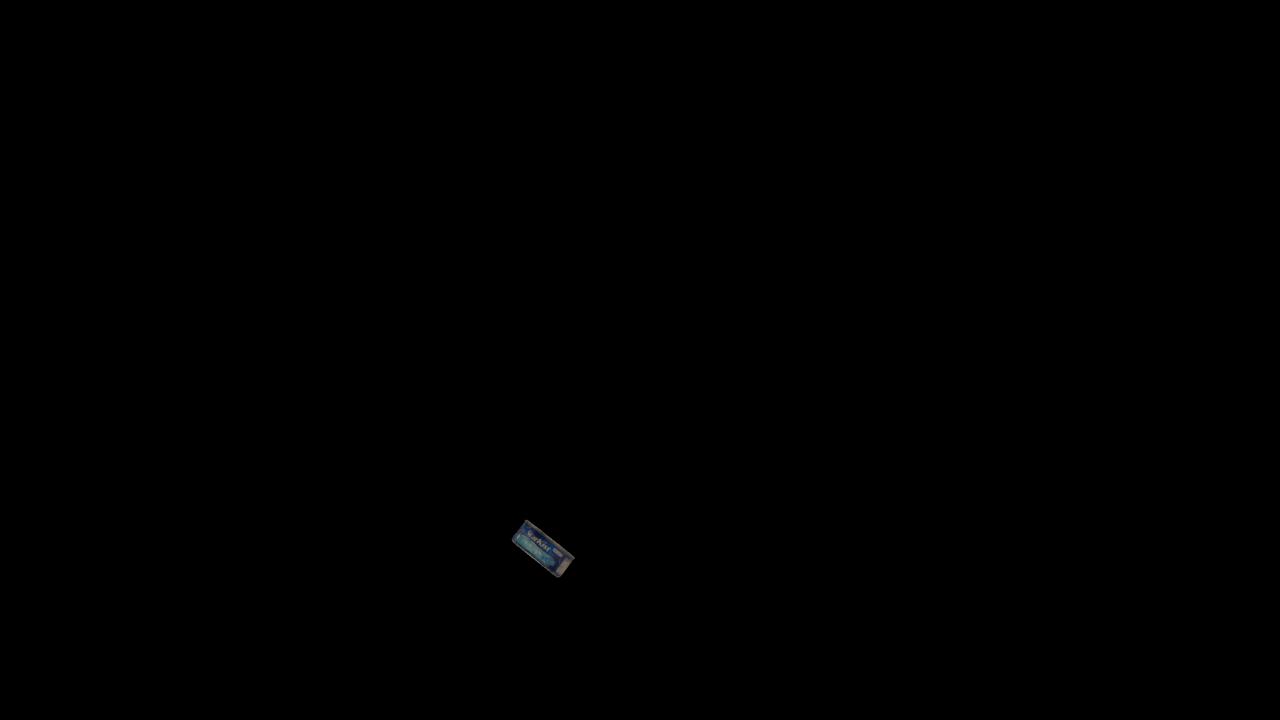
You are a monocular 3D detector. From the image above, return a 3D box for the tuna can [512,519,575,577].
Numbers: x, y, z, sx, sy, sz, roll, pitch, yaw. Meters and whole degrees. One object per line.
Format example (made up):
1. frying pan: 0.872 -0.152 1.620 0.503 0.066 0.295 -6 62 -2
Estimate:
1. tuna can: -0.130 0.251 0.817 0.084 0.034 0.084 34 -20 14
